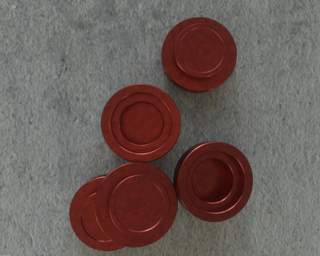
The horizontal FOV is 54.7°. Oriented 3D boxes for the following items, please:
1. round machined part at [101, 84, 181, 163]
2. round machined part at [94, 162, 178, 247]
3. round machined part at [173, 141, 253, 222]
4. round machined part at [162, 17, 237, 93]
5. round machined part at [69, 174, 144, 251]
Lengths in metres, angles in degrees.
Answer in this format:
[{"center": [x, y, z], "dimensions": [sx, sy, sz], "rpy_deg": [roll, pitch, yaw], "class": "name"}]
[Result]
[{"center": [-0.024, -0.006, 0.401], "dimensions": [0.099, 0.042, 0.097], "rpy_deg": [0, 90, -1], "class": "round machined part"}, {"center": [-0.026, 0.089, 0.362], "dimensions": [0.099, 0.042, 0.097], "rpy_deg": [2, 80, -13], "class": "round machined part"}, {"center": [0.064, 0.066, 0.396], "dimensions": [0.099, 0.042, 0.097], "rpy_deg": [0, 88, -14], "class": "round machined part"}, {"center": [0.052, -0.096, 0.402], "dimensions": [0.099, 0.042, 0.097], "rpy_deg": [0, 90, -1], "class": "round machined part"}, {"center": [-0.068, 0.111, 0.401], "dimensions": [0.099, 0.042, 0.097], "rpy_deg": [0, 90, -1], "class": "round machined part"}]
